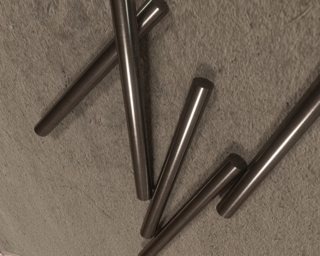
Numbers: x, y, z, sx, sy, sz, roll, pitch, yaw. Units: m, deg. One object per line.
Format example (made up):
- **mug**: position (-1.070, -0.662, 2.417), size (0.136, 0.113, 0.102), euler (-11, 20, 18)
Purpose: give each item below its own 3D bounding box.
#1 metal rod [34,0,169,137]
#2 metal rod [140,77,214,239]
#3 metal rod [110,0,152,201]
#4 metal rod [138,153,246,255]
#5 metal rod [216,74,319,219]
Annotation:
- **metal rod**: position (-0.097, -0.064, 0.416), size (0.299, 0.025, 0.025), euler (-35, 99, 38)
- **metal rod**: position (0.014, 0.063, 0.437), size (0.025, 0.025, 0.298), euler (26, 128, 12)
- **metal rod**: position (-0.031, -0.015, 0.392), size (0.025, 0.025, 0.298), euler (13, 130, 20)
- **metal rod**: position (0.033, 0.139, 0.474), size (0.025, 0.025, 0.298), euler (36, 129, 4)
- **metal rod**: position (0.138, 0.008, 0.338), size (0.025, 0.025, 0.298), euler (31, 128, 8)
